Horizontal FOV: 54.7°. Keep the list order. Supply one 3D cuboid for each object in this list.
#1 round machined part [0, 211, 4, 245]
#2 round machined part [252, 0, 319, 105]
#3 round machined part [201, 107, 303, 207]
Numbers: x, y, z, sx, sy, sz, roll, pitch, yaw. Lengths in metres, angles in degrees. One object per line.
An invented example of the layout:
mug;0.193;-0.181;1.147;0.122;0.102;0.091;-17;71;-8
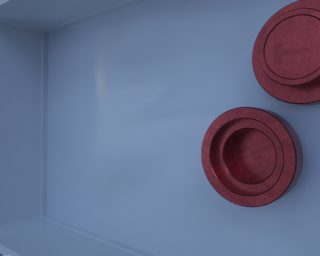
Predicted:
round machined part;-0.417;0.239;0.744;0.098;0.042;0.097;0;90;40
round machined part;0.132;-0.071;0.287;0.098;0.042;0.097;0;90;40
round machined part;0.095;0.028;0.317;0.098;0.042;0.097;0;90;40
